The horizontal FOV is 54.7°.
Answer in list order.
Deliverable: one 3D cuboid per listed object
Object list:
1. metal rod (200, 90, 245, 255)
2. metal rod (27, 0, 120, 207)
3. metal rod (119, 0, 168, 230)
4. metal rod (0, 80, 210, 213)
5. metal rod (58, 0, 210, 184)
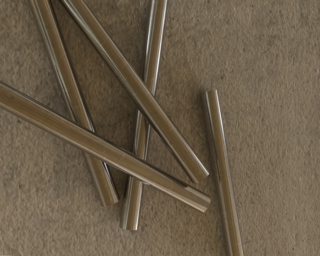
[{"bbox_3d":[0.094,0.095,0.445,0.025,0.025,0.298,-11,94,-20],"label":"metal rod"},{"bbox_3d":[-0.107,-0.048,0.369,0.025,0.025,0.298,-20,97,-19],"label":"metal rod"},{"bbox_3d":[-0.021,-0.021,0.402,0.025,0.025,0.298,8,87,-20],"label":"metal rod"},{"bbox_3d":[-0.065,0.025,0.357,0.301,0.025,0.025,31,80,-18],"label":"metal rod"},{"bbox_3d":[-0.037,-0.059,0.374,0.025,0.025,0.299,-37,94,-16],"label":"metal rod"}]
